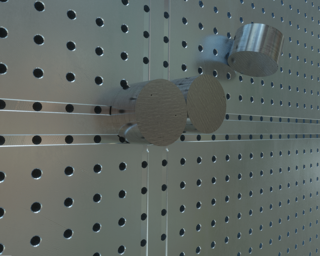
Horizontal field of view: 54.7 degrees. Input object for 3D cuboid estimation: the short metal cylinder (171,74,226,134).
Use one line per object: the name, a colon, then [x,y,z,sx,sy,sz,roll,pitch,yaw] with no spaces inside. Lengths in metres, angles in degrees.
short metal cylinder: [0.048,-0.032,0.435,0.081,0.050,0.079,0,90,-40]

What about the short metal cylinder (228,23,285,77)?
short metal cylinder: [0.157,-0.125,0.508,0.080,0.080,0.050,29,72,-37]

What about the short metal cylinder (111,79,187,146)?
short metal cylinder: [-0.013,-0.018,0.384,0.081,0.050,0.079,0,90,-40]
